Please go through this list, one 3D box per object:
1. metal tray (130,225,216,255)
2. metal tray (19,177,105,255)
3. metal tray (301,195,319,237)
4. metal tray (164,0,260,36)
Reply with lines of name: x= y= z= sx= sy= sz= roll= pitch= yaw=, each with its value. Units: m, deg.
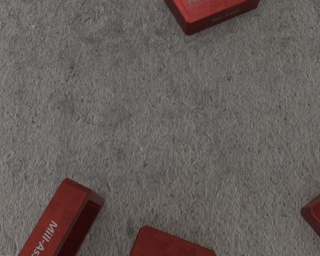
metal tray: x=-0.001 y=0.184 z=0.338 sx=0.090 sy=0.030 sz=0.130 roll=19 pitch=71 yaw=6
metal tray: x=-0.109 y=0.124 z=0.327 sx=0.030 sy=0.090 sz=0.130 roll=24 pitch=72 yaw=8
metal tray: x=0.250 y=0.098 z=0.371 sx=0.131 sy=0.030 sz=0.090 roll=-33 pitch=73 yaw=-12
metal tray: x=0.079 y=-0.208 z=0.481 sx=0.131 sy=0.030 sz=0.090 roll=-25 pitch=72 yaw=-9
